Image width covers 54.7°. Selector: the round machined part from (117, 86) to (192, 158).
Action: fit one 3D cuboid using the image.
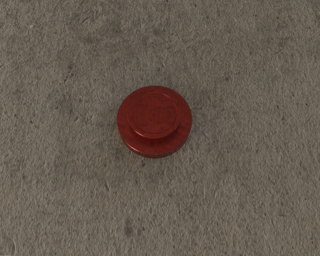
[{"bbox_3d":[-0.007,-0.012,0.404,0.099,0.042,0.098,0,70,-1],"label":"round machined part"}]
